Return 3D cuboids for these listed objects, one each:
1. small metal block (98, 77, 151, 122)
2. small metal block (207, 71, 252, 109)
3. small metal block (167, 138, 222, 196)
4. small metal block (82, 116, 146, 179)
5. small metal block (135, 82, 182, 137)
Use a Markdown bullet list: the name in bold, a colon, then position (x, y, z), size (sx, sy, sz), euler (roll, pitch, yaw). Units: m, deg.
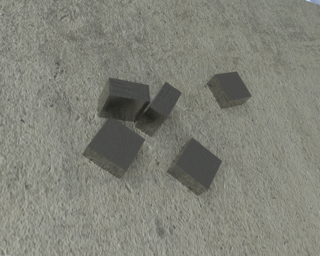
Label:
- **small metal block**: position (-0.046, -0.033, 0.383), size (0.050, 0.050, 0.025), euler (8, 59, -24)
- **small metal block**: position (0.112, -0.062, 0.501), size (0.050, 0.025, 0.050), euler (-13, 69, -34)
- **small metal block**: position (0.045, 0.049, 0.398), size (0.050, 0.025, 0.050), euler (38, 51, -2)
- **small metal block**: position (-0.053, 0.022, 0.361), size (0.050, 0.025, 0.050), euler (34, 51, -6)
- **small metal block**: position (-0.002, -0.024, 0.401), size (0.025, 0.050, 0.050), euler (35, 51, -6)
